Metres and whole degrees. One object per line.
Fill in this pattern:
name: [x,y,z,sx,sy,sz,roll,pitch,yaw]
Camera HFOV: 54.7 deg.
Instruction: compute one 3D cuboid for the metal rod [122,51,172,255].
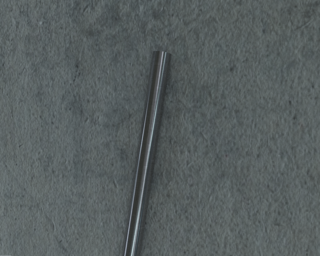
metal rod: [-0.020,0.049,0.415,0.025,0.025,0.298,10,93,19]
